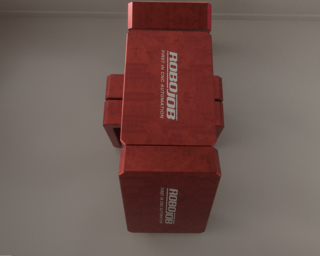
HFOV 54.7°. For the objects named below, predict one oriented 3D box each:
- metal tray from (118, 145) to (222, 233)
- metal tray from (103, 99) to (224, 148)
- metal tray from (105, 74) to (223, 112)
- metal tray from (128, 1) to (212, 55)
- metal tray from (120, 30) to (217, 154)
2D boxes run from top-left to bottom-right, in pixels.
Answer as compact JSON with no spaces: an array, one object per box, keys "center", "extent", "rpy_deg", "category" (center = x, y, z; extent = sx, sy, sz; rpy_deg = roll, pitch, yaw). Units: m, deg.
[{"center":[0.008,0.070,0.325],"extent":[0.091,0.129,0.030],"rpy_deg":[1,49,-1],"category":"metal tray"},{"center":[0.004,-0.002,0.375],"extent":[0.131,0.090,0.030],"rpy_deg":[1,70,0],"category":"metal tray"},{"center":[0.005,-0.031,0.385],"extent":[0.131,0.090,0.030],"rpy_deg":[1,70,0],"category":"metal tray"},{"center":[0.011,-0.121,0.396],"extent":[0.091,0.130,0.030],"rpy_deg":[1,91,0],"category":"metal tray"},{"center":[0.009,-0.039,0.324],"extent":[0.091,0.030,0.130],"rpy_deg":[1,70,-1],"category":"metal tray"}]
